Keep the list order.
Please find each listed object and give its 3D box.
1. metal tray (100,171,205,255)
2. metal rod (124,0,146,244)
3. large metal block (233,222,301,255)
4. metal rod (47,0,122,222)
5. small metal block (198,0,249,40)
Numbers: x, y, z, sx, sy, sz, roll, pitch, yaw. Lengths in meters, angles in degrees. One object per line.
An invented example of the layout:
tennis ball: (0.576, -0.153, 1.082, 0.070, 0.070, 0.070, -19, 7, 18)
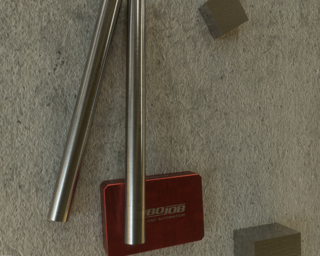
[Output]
metal tray: (-0.008, 0.109, 0.404, 0.131, 0.030, 0.089, -4, 91, -20)
metal rod: (-0.030, -0.016, 0.378, 0.025, 0.025, 0.298, 3, 81, -20)
large metal block: (0.158, 0.192, 0.456, 0.081, 0.050, 0.079, -2, 91, -20)
metal rod: (-0.087, -0.038, 0.377, 0.025, 0.025, 0.298, 14, 85, -20)
small metal block: (0.091, -0.163, 0.444, 0.050, 0.025, 0.050, -34, 101, -17)
